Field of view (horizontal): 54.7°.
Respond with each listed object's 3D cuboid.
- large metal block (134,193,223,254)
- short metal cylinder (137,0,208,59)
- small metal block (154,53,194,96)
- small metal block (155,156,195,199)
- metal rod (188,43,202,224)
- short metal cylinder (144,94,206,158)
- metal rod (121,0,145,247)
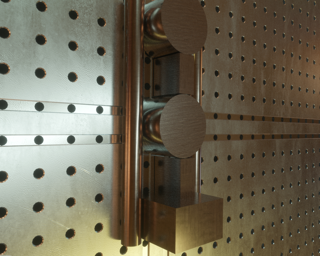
[{"bbox_3d":[0.022,0.112,0.392,0.081,0.080,0.050,1,90,-40],"label":"large metal block"},{"bbox_3d":[0.016,-0.132,0.405,0.081,0.050,0.080,0,90,-40],"label":"short metal cylinder"},{"bbox_3d":[0.018,-0.067,0.406,0.025,0.050,0.050,1,90,-40],"label":"small metal block"},{"bbox_3d":[0.019,0.063,0.407,0.025,0.050,0.050,0,90,-40],"label":"small metal block"},{"bbox_3d":[0.048,-0.008,0.448,0.025,0.025,0.298,1,89,-40],"label":"metal rod"},{"bbox_3d":[0.014,-0.002,0.404,0.081,0.050,0.080,0,90,-40],"label":"short metal cylinder"},{"bbox_3d":[-0.033,-0.009,0.380,0.025,0.025,0.298,1,89,-40],"label":"metal rod"}]
